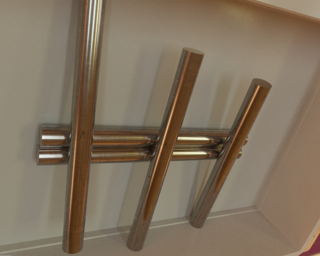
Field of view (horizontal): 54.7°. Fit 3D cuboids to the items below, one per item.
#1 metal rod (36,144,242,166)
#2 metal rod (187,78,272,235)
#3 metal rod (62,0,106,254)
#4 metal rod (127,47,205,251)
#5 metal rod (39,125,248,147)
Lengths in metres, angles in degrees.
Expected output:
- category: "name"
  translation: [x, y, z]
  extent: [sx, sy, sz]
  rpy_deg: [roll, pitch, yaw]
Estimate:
- category: "metal rod"
  translation: [-0.008, 0.034, 0.426]
  extent: [0.303, 0.025, 0.025]
  rpy_deg: [2, 118, -30]
- category: "metal rod"
  translation: [0.094, 0.063, 0.470]
  extent: [0.025, 0.025, 0.298]
  rpy_deg: [-4, 129, -27]
- category: "metal rod"
  translation: [-0.085, 0.007, 0.335]
  extent: [0.025, 0.025, 0.298]
  rpy_deg: [-1, 111, -29]
- category: "metal rod"
  translation: [0.000, 0.045, 0.404]
  extent: [0.025, 0.025, 0.298]
  rpy_deg: [1, 118, -30]
- category: "metal rod"
  translation: [-0.001, 0.013, 0.416]
  extent: [0.303, 0.025, 0.025]
  rpy_deg: [2, 118, -30]
